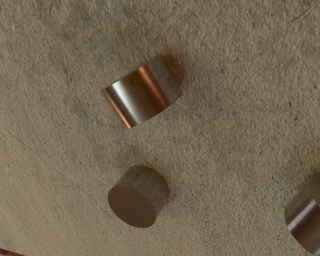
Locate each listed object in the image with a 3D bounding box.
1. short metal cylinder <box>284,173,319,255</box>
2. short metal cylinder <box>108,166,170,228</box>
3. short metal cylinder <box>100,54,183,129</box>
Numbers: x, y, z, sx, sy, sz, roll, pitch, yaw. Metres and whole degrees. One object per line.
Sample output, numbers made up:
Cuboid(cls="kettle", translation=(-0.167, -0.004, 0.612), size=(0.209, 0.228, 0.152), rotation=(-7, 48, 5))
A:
Cuboid(cls="short metal cylinder", translation=(0.184, 0.095, 0.333), size=(0.080, 0.080, 0.050), rotation=(28, 128, 10))
Cuboid(cls="short metal cylinder", translation=(-0.032, 0.104, 0.472), size=(0.080, 0.050, 0.079), rotation=(13, 124, 21))
Cuboid(cls="short metal cylinder", translation=(-0.021, -0.042, 0.356), size=(0.080, 0.080, 0.050), rotation=(-22, 107, 36))
